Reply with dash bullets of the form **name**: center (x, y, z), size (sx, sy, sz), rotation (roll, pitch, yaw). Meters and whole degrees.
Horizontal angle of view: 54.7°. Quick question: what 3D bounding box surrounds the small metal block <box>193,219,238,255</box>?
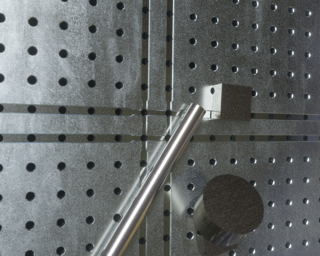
- **small metal block**: center (0.079, 0.150, 0.442), size (0.050, 0.025, 0.050), rotation (-11, 94, -20)

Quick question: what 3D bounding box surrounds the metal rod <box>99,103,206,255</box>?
- **metal rod**: center (-0.024, 0.098, 0.403), size (0.025, 0.025, 0.300), rotation (35, 79, -17)

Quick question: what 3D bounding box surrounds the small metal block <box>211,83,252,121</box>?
- **small metal block**: center (0.104, -0.036, 0.451), size (0.050, 0.025, 0.050), rotation (3, 89, -20)

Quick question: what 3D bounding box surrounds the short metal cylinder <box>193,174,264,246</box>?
- **short metal cylinder**: center (0.089, 0.109, 0.412), size (0.081, 0.050, 0.080), rotation (6, 53, -8)
